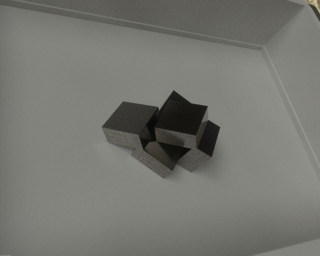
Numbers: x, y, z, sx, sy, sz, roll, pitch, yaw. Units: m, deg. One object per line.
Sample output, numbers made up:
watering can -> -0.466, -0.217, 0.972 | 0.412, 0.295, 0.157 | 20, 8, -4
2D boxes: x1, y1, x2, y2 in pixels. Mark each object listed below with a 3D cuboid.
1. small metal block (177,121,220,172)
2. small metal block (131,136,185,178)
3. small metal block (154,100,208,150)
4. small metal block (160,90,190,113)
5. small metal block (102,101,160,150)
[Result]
small metal block -> 0.049, 0.022, 0.402 | 0.025, 0.050, 0.050 | 31, 52, -9
small metal block -> 0.000, 0.026, 0.389 | 0.050, 0.025, 0.050 | 36, 51, -4
small metal block -> 0.027, -0.005, 0.375 | 0.050, 0.025, 0.050 | 11, 49, 19
small metal block -> 0.023, -0.016, 0.427 | 0.050, 0.025, 0.050 | 36, 51, -4
small metal block -> -0.033, -0.004, 0.374 | 0.050, 0.025, 0.050 | 11, 46, 25
